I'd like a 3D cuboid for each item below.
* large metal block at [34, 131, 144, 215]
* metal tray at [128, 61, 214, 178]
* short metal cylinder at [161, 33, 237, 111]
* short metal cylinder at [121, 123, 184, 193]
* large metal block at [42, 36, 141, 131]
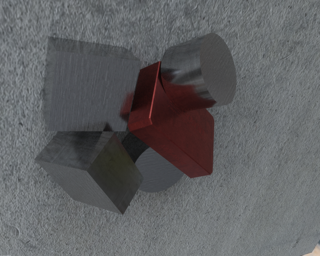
[{"bbox_3d":[-0.077,0.047,0.351,0.050,0.080,0.080,-59,139,-33],"label":"large metal block"},{"bbox_3d":[0.021,-0.006,0.376,0.030,0.090,0.130,-17,139,33],"label":"metal tray"},{"bbox_3d":[0.046,-0.062,0.354,0.080,0.050,0.080,12,74,-49],"label":"short metal cylinder"},{"bbox_3d":[-0.008,0.039,0.413,0.081,0.050,0.079,-14,124,-21],"label":"short metal cylinder"},{"bbox_3d":[-0.074,-0.043,0.322,0.081,0.050,0.079,1,118,-29],"label":"large metal block"}]
